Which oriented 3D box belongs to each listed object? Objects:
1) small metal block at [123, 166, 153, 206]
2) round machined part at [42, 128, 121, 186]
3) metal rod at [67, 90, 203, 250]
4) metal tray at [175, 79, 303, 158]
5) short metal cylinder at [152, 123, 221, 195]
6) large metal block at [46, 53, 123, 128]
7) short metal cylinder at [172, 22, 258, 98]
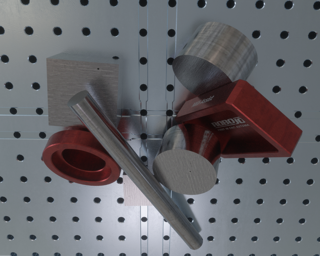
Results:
[{"bbox_3d":[-0.026,0.083,0.444,0.050,0.025,0.050,-1,110,0],"label":"small metal block"},{"bbox_3d":[-0.095,0.032,0.400,0.099,0.042,0.097,6,141,5],"label":"round machined part"},{"bbox_3d":[-0.014,0.073,0.398,0.025,0.025,0.299,-27,124,10],"label":"metal rod"},{"bbox_3d":[0.082,-0.003,0.359,0.090,0.130,0.030,38,73,-13],"label":"metal tray"},{"bbox_3d":[0.036,0.041,0.400,0.080,0.050,0.079,9,130,11],"label":"short metal cylinder"},{"bbox_3d":[-0.090,-0.046,0.382,0.081,0.050,0.079,5,110,-2],"label":"large metal block"},{"bbox_3d":[0.061,-0.071,0.351,0.080,0.080,0.050,38,72,-13],"label":"short metal cylinder"}]
